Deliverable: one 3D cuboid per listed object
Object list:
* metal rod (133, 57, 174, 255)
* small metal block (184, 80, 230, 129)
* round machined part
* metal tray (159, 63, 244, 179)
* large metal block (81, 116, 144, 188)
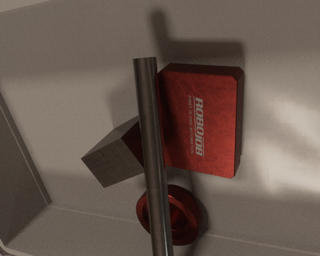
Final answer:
[{"bbox_3d":[-0.003,0.071,0.357,0.025,0.025,0.298,1,102,27],"label":"metal rod"},{"bbox_3d":[0.056,-0.031,0.359,0.050,0.025,0.050,12,124,21],"label":"small metal block"},{"bbox_3d":[0.017,0.124,0.463,0.098,0.042,0.097,12,122,21],"label":"round machined part"},{"bbox_3d":[0.048,-0.008,0.365,0.090,0.030,0.129,8,122,24],"label":"metal tray"},{"bbox_3d":[-0.042,0.026,0.410,0.080,0.080,0.050,-26,104,37],"label":"large metal block"}]
